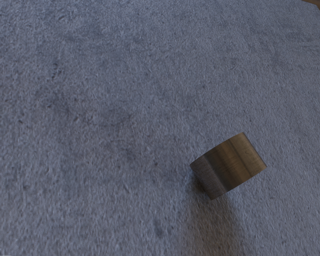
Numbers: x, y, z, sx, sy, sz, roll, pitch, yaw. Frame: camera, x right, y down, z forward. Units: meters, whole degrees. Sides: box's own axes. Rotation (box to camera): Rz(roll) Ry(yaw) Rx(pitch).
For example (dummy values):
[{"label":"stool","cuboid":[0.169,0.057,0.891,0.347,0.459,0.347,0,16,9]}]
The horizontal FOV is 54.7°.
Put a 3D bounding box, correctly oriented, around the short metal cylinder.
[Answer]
[{"label":"short metal cylinder","cuboid":[0.084,0.048,0.387,0.081,0.080,0.050,-22,74,-36]}]
